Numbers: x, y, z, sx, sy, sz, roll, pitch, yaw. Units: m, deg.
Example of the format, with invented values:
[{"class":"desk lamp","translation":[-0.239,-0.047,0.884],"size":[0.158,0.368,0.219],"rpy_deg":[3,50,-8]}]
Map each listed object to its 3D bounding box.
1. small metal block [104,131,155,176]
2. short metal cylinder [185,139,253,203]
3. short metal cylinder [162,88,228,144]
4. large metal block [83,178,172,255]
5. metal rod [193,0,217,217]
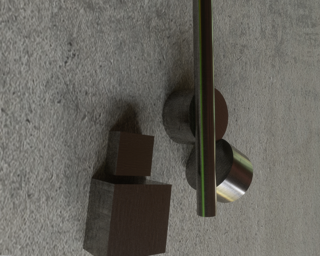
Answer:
[{"class":"small metal block","translation":[-0.036,0.032,0.376],"size":[0.050,0.025,0.050],"rpy_deg":[9,84,-40]},{"class":"short metal cylinder","translation":[0.084,0.060,0.442],"size":[0.050,0.080,0.080],"rpy_deg":[34,69,-35]},{"class":"short metal cylinder","translation":[0.050,-0.016,0.433],"size":[0.081,0.050,0.079],"rpy_deg":[0,90,-40]},{"class":"large metal block","translation":[-0.036,0.102,0.360],"size":[0.081,0.050,0.080],"rpy_deg":[9,84,-40]},{"class":"metal rod","translation":[0.056,-0.040,0.388],"size":[0.025,0.025,0.298],"rpy_deg":[-2,91,-40]}]
